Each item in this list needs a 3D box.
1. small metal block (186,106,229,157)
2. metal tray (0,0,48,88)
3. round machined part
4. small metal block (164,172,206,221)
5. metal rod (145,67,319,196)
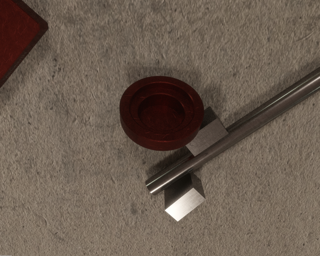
[{"bbox_3d":[0.055,0.003,0.398,0.050,0.050,0.025,-36,107,12],"label":"small metal block"},{"bbox_3d":[-0.210,-0.104,0.366,0.090,0.030,0.130,42,104,-14],"label":"metal tray"},{"bbox_3d":[0.001,-0.014,0.376,0.099,0.098,0.042,5,145,-2],"label":"round machined part"},{"bbox_3d":[0.033,0.093,0.431,0.050,0.050,0.025,-42,105,13],"label":"small metal block"},{"bbox_3d":[0.108,0.002,0.411,0.300,0.025,0.025,-35,107,11],"label":"metal rod"}]
